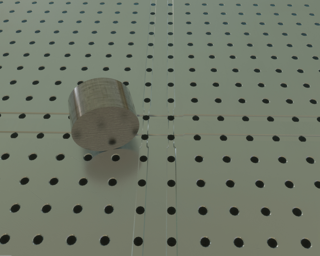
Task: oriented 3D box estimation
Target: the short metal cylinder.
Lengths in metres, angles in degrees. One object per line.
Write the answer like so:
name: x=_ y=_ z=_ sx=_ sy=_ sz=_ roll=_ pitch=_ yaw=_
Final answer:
short metal cylinder: x=-0.070 y=-0.015 z=0.385 sx=0.081 sy=0.080 sz=0.050 roll=-12 pitch=51 yaw=-10
